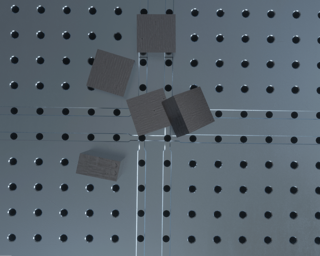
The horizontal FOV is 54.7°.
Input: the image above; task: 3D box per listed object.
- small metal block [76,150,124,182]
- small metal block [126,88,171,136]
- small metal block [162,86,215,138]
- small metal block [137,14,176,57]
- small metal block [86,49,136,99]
[{"bbox_3d":[-0.075,0.048,0.400,0.050,0.050,0.025,12,90,-1],"label":"small metal block"},{"bbox_3d":[-0.012,-0.021,0.413,0.050,0.025,0.050,-18,90,-1],"label":"small metal block"},{"bbox_3d":[0.037,-0.021,0.401,0.050,0.025,0.050,-23,90,-38],"label":"small metal block"},{"bbox_3d":[-0.005,-0.123,0.413,0.050,0.025,0.050,0,90,-1],"label":"small metal block"},{"bbox_3d":[-0.064,-0.071,0.413,0.050,0.025,0.050,17,90,-1],"label":"small metal block"}]
